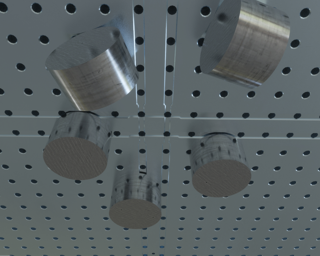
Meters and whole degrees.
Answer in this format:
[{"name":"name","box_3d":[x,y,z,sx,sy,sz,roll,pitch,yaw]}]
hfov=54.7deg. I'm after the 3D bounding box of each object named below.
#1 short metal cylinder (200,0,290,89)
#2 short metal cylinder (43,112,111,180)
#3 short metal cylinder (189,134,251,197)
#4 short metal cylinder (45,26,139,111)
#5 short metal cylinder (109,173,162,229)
[{"name":"short metal cylinder","box_3d":[0.080,-0.084,0.305,0.050,0.080,0.079,16,128,-14]},{"name":"short metal cylinder","box_3d":[-0.108,0.025,0.415,0.081,0.050,0.079,0,130,0]},{"name":"short metal cylinder","box_3d":[0.084,0.054,0.443,0.081,0.050,0.079,0,130,0]},{"name":"short metal cylinder","box_3d":[-0.069,-0.063,0.321,0.080,0.080,0.050,-15,129,12]},{"name":"short metal cylinder","box_3d":[-0.038,0.117,0.495,0.081,0.050,0.079,-1,130,0]}]
